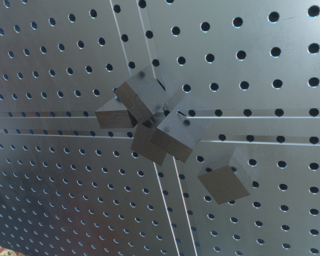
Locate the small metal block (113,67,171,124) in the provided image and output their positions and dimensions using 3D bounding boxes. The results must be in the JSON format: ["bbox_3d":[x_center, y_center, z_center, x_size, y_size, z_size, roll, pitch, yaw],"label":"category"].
[{"bbox_3d":[-0.021,-0.041,0.382,0.025,0.050,0.050,-33,100,38],"label":"small metal block"}]

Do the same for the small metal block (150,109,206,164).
[{"bbox_3d":[0.023,0.009,0.389,0.050,0.050,0.025,31,128,8],"label":"small metal block"}]

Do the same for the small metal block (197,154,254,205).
[{"bbox_3d":[0.086,0.068,0.408,0.050,0.025,0.050,-30,102,38],"label":"small metal block"}]

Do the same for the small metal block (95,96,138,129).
[{"bbox_3d":[-0.048,-0.022,0.407,0.050,0.050,0.025,-1,118,29],"label":"small metal block"}]

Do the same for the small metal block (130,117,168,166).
[{"bbox_3d":[-0.008,0.017,0.426,0.050,0.025,0.050,28,128,10],"label":"small metal block"}]
